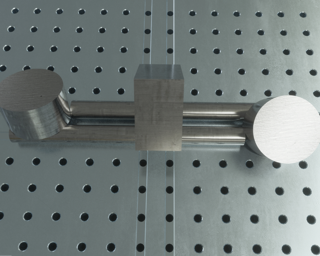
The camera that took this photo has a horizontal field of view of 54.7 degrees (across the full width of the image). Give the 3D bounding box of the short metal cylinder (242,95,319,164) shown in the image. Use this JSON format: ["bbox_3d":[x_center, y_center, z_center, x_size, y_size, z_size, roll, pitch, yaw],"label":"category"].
[{"bbox_3d":[0.149,0.001,0.385,0.081,0.050,0.079,0,92,0],"label":"short metal cylinder"}]

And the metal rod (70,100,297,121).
[{"bbox_3d":[0.033,-0.023,0.420,0.302,0.025,0.025,1,70,0],"label":"metal rod"}]

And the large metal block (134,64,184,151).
[{"bbox_3d":[-0.001,-0.027,0.360,0.050,0.080,0.079,1,112,0],"label":"large metal block"}]

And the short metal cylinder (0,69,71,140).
[{"bbox_3d":[-0.159,-0.031,0.393,0.081,0.050,0.080,0,47,0],"label":"short metal cylinder"}]

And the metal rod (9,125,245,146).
[{"bbox_3d":[-0.042,0.009,0.407,0.302,0.025,0.025,1,70,0],"label":"metal rod"}]
